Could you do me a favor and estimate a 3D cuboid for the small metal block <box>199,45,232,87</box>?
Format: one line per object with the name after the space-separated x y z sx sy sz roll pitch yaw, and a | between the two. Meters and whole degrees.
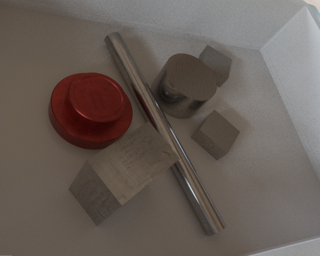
0.090 -0.104 0.520 0.050 0.025 0.050 28 52 -11 | small metal block

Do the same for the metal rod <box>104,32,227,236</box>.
0.000 -0.004 0.409 0.025 0.025 0.299 -17 71 -35 | metal rod

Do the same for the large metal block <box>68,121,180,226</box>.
-0.039 0.048 0.321 0.081 0.080 0.050 -34 81 -38 | large metal block

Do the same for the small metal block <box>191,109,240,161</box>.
0.080 0.010 0.445 0.050 0.025 0.050 41 51 0 | small metal block

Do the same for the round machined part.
-0.079 -0.027 0.370 0.099 0.042 0.098 14 56 -21 | round machined part

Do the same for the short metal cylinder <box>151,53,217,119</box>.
0.034 -0.060 0.446 0.081 0.050 0.080 14 56 -21 | short metal cylinder
